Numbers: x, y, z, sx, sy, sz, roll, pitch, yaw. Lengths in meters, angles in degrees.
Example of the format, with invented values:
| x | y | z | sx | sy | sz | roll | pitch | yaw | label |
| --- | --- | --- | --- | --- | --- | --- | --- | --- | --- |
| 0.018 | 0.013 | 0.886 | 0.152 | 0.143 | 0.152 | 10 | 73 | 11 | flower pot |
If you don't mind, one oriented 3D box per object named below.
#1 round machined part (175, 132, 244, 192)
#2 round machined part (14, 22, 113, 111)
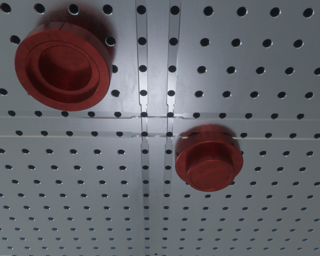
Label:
| x | y | z | sx | sy | sz | roll | pitch | yaw | label |
| --- | --- | --- | --- | --- | --- | --- | --- | --- | --- |
| 0.071 | 0.055 | 0.448 | 0.099 | 0.042 | 0.097 | 0 | 130 | 0 | round machined part |
| -0.101 | -0.069 | 0.341 | 0.099 | 0.042 | 0.097 | 0 | 130 | 0 | round machined part |
